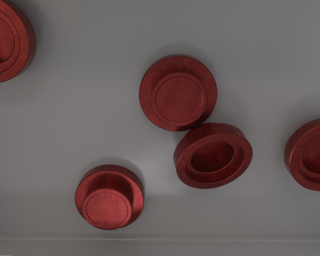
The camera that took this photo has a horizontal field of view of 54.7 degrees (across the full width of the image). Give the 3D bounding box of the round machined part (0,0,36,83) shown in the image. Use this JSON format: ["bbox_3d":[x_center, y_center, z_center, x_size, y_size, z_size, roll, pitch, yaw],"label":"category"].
[{"bbox_3d":[-0.194,-0.105,0.362,0.099,0.042,0.097,0,110,0],"label":"round machined part"}]

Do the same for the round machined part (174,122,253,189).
[{"bbox_3d":[0.065,0.031,0.403,0.099,0.042,0.097,-6,130,-7],"label":"round machined part"}]

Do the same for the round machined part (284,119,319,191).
[{"bbox_3d":[0.215,0.032,0.416,0.099,0.042,0.097,0,110,0],"label":"round machined part"}]

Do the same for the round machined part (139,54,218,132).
[{"bbox_3d":[0.023,-0.040,0.387,0.099,0.042,0.097,0,110,0],"label":"round machined part"}]

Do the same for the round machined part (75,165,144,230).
[{"bbox_3d":[-0.072,0.105,0.440,0.099,0.042,0.097,0,110,0],"label":"round machined part"}]
